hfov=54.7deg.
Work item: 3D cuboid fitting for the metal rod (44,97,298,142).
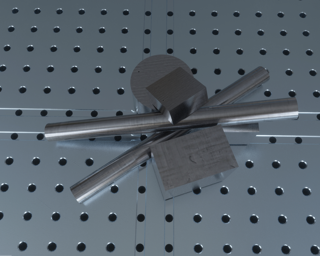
[{"bbox_3d":[0.003,-0.008,0.373,0.301,0.025,0.025,-5,70,12],"label":"metal rod"}]

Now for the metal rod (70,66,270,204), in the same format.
[{"bbox_3d":[0.021,0.003,0.408,0.301,0.025,0.025,-33,73,-11],"label":"metal rod"}]

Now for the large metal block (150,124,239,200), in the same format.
[{"bbox_3d":[0.036,0.043,0.362,0.081,0.080,0.050,-17,71,-6],"label":"large metal block"}]

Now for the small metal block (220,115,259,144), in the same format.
[{"bbox_3d":[0.093,0.002,0.395,0.050,0.050,0.025,0,70,1],"label":"small metal block"}]

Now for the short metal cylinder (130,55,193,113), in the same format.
[{"bbox_3d":[0.003,-0.050,0.413,0.081,0.050,0.080,0,69,0],"label":"short metal cylinder"}]

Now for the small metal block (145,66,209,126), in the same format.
[{"bbox_3d":[0.020,-0.038,0.360,0.050,0.025,0.050,-34,51,-11],"label":"small metal block"}]
